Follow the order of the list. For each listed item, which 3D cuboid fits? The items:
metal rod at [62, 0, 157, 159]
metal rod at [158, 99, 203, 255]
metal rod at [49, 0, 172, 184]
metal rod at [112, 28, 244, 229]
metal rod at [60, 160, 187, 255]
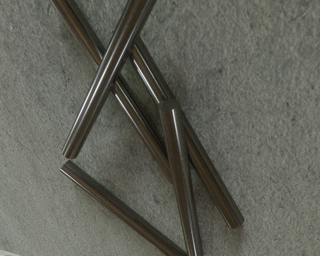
[{"bbox_3d":[-0.066,-0.058,0.370,0.025,0.025,0.298,38,129,2],"label":"metal rod"},{"bbox_3d":[0.035,0.095,0.425,0.025,0.025,0.298,6,128,24],"label":"metal rod"},{"bbox_3d":[-0.053,-0.052,0.401,0.025,0.025,0.299,-23,107,36],"label":"metal rod"},{"bbox_3d":[0.031,0.007,0.393,0.025,0.025,0.299,-21,108,35],"label":"metal rod"},{"bbox_3d":[-0.044,0.157,0.525,0.300,0.025,0.025,38,129,2],"label":"metal rod"}]
